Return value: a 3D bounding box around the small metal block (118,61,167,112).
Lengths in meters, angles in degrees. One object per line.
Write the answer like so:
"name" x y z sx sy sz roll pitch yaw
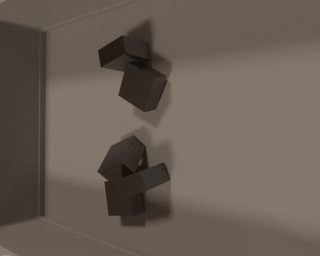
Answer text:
"small metal block" -0.024 -0.056 0.416 0.050 0.025 0.050 34 120 27

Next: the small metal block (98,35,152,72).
"small metal block" -0.048 -0.101 0.428 0.050 0.050 0.025 -18 79 38

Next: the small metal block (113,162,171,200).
"small metal block" -0.023 0.069 0.406 0.050 0.050 0.025 -25 83 37

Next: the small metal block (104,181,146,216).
"small metal block" -0.051 0.099 0.447 0.050 0.025 0.050 -14 81 39

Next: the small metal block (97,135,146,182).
"small metal block" -0.053 0.043 0.430 0.050 0.050 0.025 -25 119 37
